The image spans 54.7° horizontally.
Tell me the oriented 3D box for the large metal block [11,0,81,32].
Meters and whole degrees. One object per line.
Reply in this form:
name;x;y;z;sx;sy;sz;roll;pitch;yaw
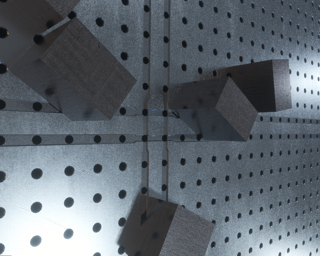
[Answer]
large metal block;-0.111;-0.157;0.300;0.080;0.050;0.080;44;63;-31

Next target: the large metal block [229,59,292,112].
large metal block;0.166;-0.068;0.516;0.050;0.080;0.079;-11;98;-40

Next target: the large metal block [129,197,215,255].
large metal block;0.018;0.148;0.411;0.080;0.050;0.080;36;68;-35

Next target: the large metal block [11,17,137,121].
large metal block;-0.084;-0.051;0.304;0.080;0.080;0.050;45;63;-31

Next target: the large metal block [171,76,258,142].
large metal block;0.078;-0.024;0.441;0.080;0.080;0.050;41;65;-33
